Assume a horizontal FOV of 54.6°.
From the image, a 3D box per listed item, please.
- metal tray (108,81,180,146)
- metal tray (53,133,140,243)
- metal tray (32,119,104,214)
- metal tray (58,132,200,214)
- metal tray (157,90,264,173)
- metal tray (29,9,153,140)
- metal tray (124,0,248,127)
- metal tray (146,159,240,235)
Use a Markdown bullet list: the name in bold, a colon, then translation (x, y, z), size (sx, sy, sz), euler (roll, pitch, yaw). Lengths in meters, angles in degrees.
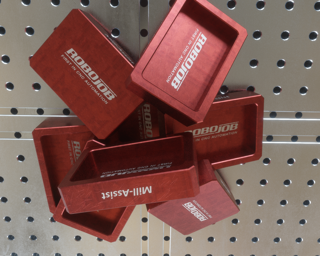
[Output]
- **metal tray**: translation (-0.019, 0.005, 0.412), size (0.090, 0.030, 0.129), euler (-5, 108, 0)
- **metal tray**: translation (-0.073, 0.080, 0.407), size (0.090, 0.030, 0.129), euler (25, 108, -9)
- **metal tray**: translation (-0.115, 0.054, 0.430), size (0.090, 0.030, 0.129), euler (-4, 109, 1)
- **metal tray**: translation (-0.027, 0.043, 0.325), size (0.130, 0.090, 0.030), euler (-10, 110, 8)
- **metal tray**: translation (0.066, 0.007, 0.394), size (0.131, 0.030, 0.089), euler (-10, 111, -15)
- **metal tray**: translation (-0.079, -0.062, 0.369), size (0.090, 0.030, 0.130), euler (-43, 89, 14)
- **metal tray**: translation (0.032, -0.078, 0.346), size (0.090, 0.030, 0.130), euler (32, 74, -11)
- **metal tray**: translation (0.046, 0.097, 0.411), size (0.090, 0.030, 0.130), euler (-27, 141, 10)
